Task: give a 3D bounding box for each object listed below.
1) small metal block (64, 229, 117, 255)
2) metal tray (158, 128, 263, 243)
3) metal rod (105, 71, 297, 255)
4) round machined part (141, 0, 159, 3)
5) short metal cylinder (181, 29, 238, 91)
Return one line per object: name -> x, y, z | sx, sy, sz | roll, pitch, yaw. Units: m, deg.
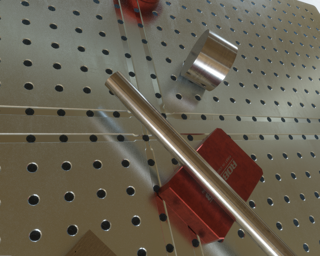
small metal block -> -0.069, 0.134, 0.290 | 0.050, 0.025, 0.050 | 44, 51, 2
metal tray -> 0.070, 0.069, 0.403 | 0.090, 0.030, 0.131 | 46, 51, 3
metal rod -> 0.046, 0.048, 0.366 | 0.300, 0.025, 0.025 | 46, 51, 4
round machined part -> -0.021, -0.262, 0.548 | 0.099, 0.042, 0.098 | 14, 56, -21
short metal cylinder -> 0.075, -0.104, 0.478 | 0.050, 0.080, 0.080 | 28, 52, -11
